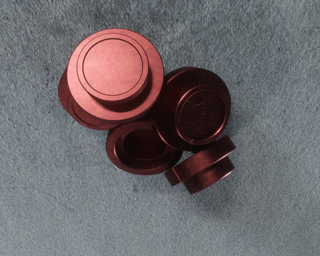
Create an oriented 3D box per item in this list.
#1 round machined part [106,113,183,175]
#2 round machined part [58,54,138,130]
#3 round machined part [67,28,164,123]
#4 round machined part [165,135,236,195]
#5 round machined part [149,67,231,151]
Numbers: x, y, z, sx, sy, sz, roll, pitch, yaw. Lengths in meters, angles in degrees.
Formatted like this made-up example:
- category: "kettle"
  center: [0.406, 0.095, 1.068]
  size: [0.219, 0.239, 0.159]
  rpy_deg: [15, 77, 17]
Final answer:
- category: "round machined part"
  center: [-0.020, 0.015, 0.410]
  size: [0.099, 0.042, 0.097]
  rpy_deg: [-1, 130, 0]
- category: "round machined part"
  center: [-0.071, -0.036, 0.368]
  size: [0.099, 0.042, 0.097]
  rpy_deg: [-1, 130, 0]
- category: "round machined part"
  center: [-0.045, -0.055, 0.312]
  size: [0.099, 0.097, 0.042]
  rpy_deg: [1, 172, -1]
- category: "round machined part"
  center: [0.058, 0.052, 0.407]
  size: [0.098, 0.099, 0.042]
  rpy_deg: [-35, 81, 26]
- category: "round machined part"
  center: [0.040, -0.019, 0.353]
  size: [0.099, 0.042, 0.097]
  rpy_deg: [-6, 108, -20]
